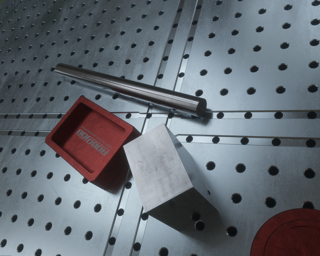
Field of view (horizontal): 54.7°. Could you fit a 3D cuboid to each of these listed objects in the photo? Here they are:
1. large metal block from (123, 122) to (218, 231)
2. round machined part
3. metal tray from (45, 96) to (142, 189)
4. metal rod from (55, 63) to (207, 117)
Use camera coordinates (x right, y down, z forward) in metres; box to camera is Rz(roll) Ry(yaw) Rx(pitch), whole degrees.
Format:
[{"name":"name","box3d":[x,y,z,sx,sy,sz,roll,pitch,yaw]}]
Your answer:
[{"name":"large metal block","box3d":[0.012,0.054,0.333,0.050,0.080,0.080,-31,52,8]},{"name":"round machined part","box3d":[0.126,0.116,0.260,0.098,0.042,0.098,-13,56,20]},{"name":"metal tray","box3d":[-0.097,0.016,0.444,0.130,0.030,0.090,29,77,37]},{"name":"metal rod","box3d":[-0.064,-0.066,0.480,0.300,0.025,0.025,19,72,35]}]
